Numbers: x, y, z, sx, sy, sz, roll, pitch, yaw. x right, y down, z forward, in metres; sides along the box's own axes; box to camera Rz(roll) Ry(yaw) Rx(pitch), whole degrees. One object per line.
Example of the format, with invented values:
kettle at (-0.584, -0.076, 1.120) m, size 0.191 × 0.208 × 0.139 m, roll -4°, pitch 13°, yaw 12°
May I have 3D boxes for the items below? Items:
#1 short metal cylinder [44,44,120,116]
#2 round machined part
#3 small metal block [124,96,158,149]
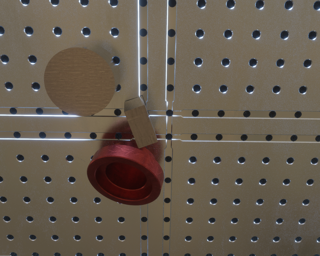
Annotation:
short metal cylinder at (-0.092, -0.060, 0.377) m, size 0.081 × 0.050 × 0.079 m, roll 0°, pitch 110°, yaw 0°
round machined part at (-0.042, 0.057, 0.412) m, size 0.098 × 0.042 × 0.097 m, roll 8°, pitch 132°, yaw 9°
small metal block at (-0.025, -0.009, 0.395) m, size 0.025 × 0.050 × 0.050 m, roll -20°, pitch 109°, yaw 0°
